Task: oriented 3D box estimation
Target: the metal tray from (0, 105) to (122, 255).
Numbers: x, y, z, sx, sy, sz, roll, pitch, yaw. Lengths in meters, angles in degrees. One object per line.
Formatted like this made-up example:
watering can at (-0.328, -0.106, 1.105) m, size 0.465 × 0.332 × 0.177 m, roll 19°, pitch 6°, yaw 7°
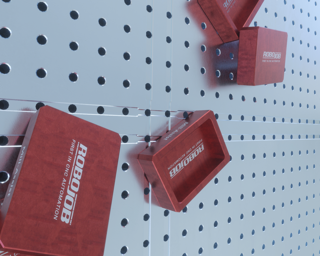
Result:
metal tray at (-0.091, 0.053, 0.296) m, size 0.090 × 0.030 × 0.130 m, roll 24°, pitch 56°, yaw -31°

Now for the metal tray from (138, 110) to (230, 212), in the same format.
metal tray at (0.040, 0.042, 0.437) m, size 0.131 × 0.030 × 0.090 m, roll -37°, pitch 113°, yaw -34°

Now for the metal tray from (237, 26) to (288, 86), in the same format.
metal tray at (0.177, -0.121, 0.530) m, size 0.131 × 0.030 × 0.089 m, roll -14°, pitch 109°, yaw -48°

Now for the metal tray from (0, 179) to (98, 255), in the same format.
metal tray at (-0.127, 0.110, 0.298) m, size 0.131 × 0.030 × 0.090 m, roll -17°, pitch 101°, yaw -39°

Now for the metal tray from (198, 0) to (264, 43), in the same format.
metal tray at (0.123, -0.215, 0.506) m, size 0.090 × 0.030 × 0.130 m, roll 47°, pitch 62°, yaw -30°
